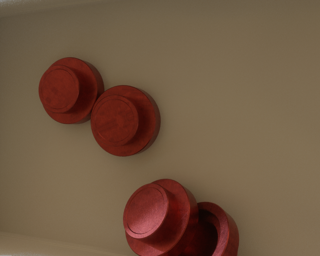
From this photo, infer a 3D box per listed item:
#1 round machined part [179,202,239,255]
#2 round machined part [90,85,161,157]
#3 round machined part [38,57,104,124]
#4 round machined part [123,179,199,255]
[{"bbox_3d":[0.051,0.141,0.364,0.098,0.098,0.042,-38,117,16],"label":"round machined part"},{"bbox_3d":[-0.052,-0.010,0.420,0.098,0.042,0.097,0,90,20],"label":"round machined part"},{"bbox_3d":[-0.135,-0.054,0.449,0.098,0.042,0.097,0,90,20],"label":"round machined part"},{"bbox_3d":[-0.006,0.107,0.377,0.098,0.042,0.098,-24,45,27],"label":"round machined part"}]
